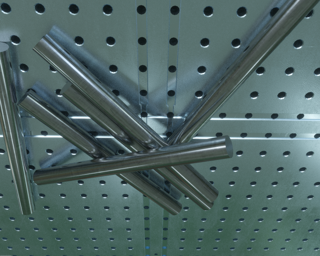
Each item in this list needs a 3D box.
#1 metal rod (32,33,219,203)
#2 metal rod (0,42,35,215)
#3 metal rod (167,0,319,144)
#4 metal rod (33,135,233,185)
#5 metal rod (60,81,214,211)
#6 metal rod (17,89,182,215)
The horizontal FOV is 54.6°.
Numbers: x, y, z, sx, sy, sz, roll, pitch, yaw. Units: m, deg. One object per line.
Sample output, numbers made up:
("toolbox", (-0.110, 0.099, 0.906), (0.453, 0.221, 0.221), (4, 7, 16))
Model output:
("metal rod", (-0.027, 0.002, 0.389), (0.025, 0.025, 0.300), (-35, 115, 26))
("metal rod", (-0.201, 0.025, 0.430), (0.025, 0.025, 0.298), (7, 130, -6))
("metal rod", (0.092, -0.065, 0.356), (0.025, 0.025, 0.298), (25, 126, -20))
("metal rod", (-0.055, 0.048, 0.405), (0.300, 0.025, 0.025), (-12, 131, 28))
("metal rod", (-0.015, 0.038, 0.443), (0.025, 0.025, 0.300), (-32, 124, 24))
("metal rod", (-0.069, 0.050, 0.452), (0.025, 0.025, 0.300), (-33, 123, 24))
